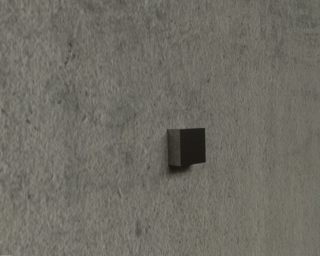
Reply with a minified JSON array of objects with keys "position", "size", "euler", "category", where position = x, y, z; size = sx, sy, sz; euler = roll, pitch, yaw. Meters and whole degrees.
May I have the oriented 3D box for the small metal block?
[{"position":[0.038,0.026,0.439],"size":[0.050,0.025,0.050],"euler":[-3,92,-40],"category":"small metal block"}]
